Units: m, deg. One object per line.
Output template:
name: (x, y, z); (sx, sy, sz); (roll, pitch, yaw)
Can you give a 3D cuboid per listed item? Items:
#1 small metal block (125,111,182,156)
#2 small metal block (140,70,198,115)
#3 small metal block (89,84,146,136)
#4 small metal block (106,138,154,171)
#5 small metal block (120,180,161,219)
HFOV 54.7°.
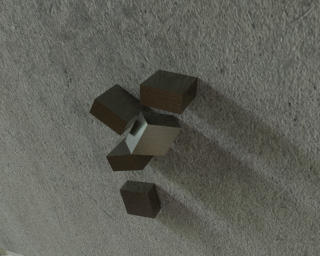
small metal block: (-0.009, 0.008, 0.394); (0.050, 0.050, 0.025); (-60, 41, 31)
small metal block: (0.011, -0.043, 0.358); (0.050, 0.050, 0.025); (15, 125, 19)
small metal block: (-0.054, -0.025, 0.404); (0.050, 0.050, 0.025); (37, 129, 4)
small metal block: (-0.038, 0.035, 0.432); (0.050, 0.050, 0.025); (-7, 115, 32)
small metal block: (-0.031, 0.113, 0.493); (0.050, 0.025, 0.050); (1, 119, 27)
